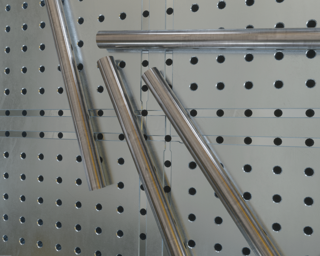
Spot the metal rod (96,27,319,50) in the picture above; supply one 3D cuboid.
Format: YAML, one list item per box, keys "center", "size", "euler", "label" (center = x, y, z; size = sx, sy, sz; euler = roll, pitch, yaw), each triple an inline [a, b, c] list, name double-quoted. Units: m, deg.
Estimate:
- center: [0.057, -0.112, 0.391]
  size: [0.301, 0.025, 0.025]
  euler: [5, 92, 19]
  label: "metal rod"

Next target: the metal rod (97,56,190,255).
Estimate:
- center: [-0.023, 0.042, 0.419]
  size: [0.025, 0.025, 0.299]
  euler: [-24, 82, 18]
  label: "metal rod"

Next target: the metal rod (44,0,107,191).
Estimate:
- center: [-0.126, -0.057, 0.455]
  size: [0.025, 0.025, 0.298]
  euler: [-16, 85, 19]
  label: "metal rod"

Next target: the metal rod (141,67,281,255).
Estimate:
- center: [0.065, 0.050, 0.389]
  size: [0.025, 0.025, 0.299]
  euler: [-35, 79, 16]
  label: "metal rod"
